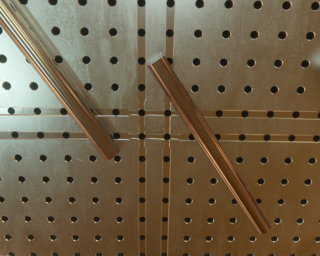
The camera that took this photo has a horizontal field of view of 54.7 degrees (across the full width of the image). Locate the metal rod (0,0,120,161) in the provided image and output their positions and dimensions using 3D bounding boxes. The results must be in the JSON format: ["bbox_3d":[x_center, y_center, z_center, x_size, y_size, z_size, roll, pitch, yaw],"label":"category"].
[{"bbox_3d":[-0.145,-0.081,0.381,0.025,0.025,0.299,-31,108,10],"label":"metal rod"}]

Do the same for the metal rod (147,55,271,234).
[{"bbox_3d":[0.076,0.034,0.427,0.025,0.025,0.299,-32,108,10],"label":"metal rod"}]
